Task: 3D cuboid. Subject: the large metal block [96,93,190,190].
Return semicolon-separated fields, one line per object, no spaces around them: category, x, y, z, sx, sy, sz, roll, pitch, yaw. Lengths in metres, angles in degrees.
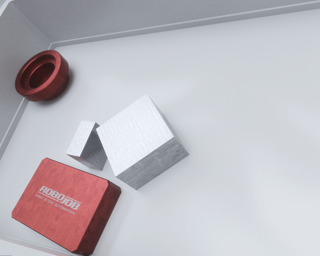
large metal block;-0.023;0.017;0.390;0.080;0.050;0.080;-35;52;5

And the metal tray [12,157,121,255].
metal tray;-0.125;0.098;0.406;0.130;0.030;0.090;12;68;32

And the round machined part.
round machined part;-0.203;-0.087;0.551;0.098;0.042;0.098;-12;57;19

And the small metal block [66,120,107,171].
small metal block;-0.093;0.024;0.422;0.025;0.050;0.050;6;65;31
